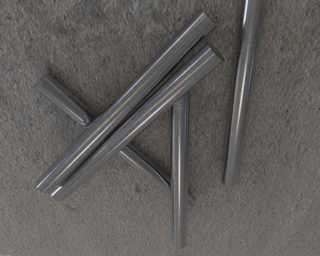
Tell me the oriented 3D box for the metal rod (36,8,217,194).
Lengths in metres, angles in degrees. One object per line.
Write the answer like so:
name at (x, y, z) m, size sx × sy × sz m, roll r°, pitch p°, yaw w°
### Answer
metal rod at (-0.054, -0.017, 0.365) m, size 0.025 × 0.025 × 0.299 m, roll 36°, pitch 113°, yaw -27°

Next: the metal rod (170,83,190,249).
metal rod at (0.028, 0.068, 0.441) m, size 0.025 × 0.025 × 0.298 m, roll -1°, pitch 123°, yaw 1°

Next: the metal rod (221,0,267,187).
metal rod at (0.098, -0.033, 0.379) m, size 0.025 × 0.025 × 0.298 m, roll -3°, pitch 130°, yaw 2°

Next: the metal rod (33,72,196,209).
metal rod at (-0.044, 0.034, 0.435) m, size 0.025 × 0.025 × 0.300 m, roll -31°, pitch 124°, yaw 24°

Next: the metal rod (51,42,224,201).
metal rod at (-0.045, 0.009, 0.380) m, size 0.025 × 0.025 × 0.299 m, roll 35°, pitch 121°, yaw -26°
